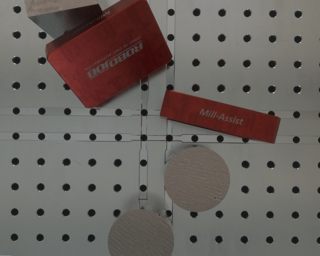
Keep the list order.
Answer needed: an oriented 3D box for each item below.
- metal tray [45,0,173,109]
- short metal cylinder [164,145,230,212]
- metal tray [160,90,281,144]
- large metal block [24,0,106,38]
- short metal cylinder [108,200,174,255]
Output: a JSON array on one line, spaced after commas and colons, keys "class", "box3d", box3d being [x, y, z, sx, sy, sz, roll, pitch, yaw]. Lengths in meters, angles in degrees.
[{"class": "metal tray", "box3d": [-0.060, -0.093, 0.384, 0.130, 0.030, 0.090, -31, 132, 0]}, {"class": "short metal cylinder", "box3d": [0.045, 0.062, 0.401, 0.081, 0.050, 0.079, 0, 90, 0]}, {"class": "metal tray", "box3d": [0.067, -0.013, 0.381, 0.131, 0.090, 0.030, 14, 90, 0]}, {"class": "large metal block", "box3d": [-0.113, -0.155, 0.385, 0.080, 0.080, 0.050, -11, 90, 0]}, {"class": "short metal cylinder", "box3d": [-0.023, 0.138, 0.401, 0.081, 0.050, 0.079, 0, 90, 0]}]
